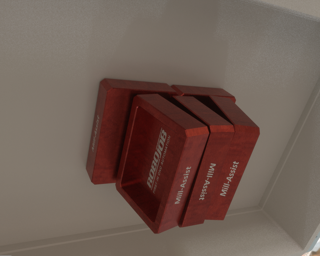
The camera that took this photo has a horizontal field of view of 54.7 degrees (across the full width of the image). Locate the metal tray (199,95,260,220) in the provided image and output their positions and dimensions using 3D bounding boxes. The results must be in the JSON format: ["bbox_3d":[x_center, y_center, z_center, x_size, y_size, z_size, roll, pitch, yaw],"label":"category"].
[{"bbox_3d":[0.068,0.036,0.382,0.030,0.090,0.129,7,116,-16],"label":"metal tray"}]

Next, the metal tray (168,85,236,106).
[{"bbox_3d":[0.043,0.008,0.432,0.091,0.030,0.129,0,118,-29],"label":"metal tray"}]

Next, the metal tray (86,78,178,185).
[{"bbox_3d":[-0.036,0.007,0.387,0.091,0.030,0.129,0,118,-29],"label":"metal tray"}]

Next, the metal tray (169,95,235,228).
[{"bbox_3d":[0.031,0.037,0.364,0.030,0.090,0.129,0,117,-28],"label":"metal tray"}]

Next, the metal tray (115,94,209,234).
[{"bbox_3d":[-0.004,0.038,0.343,0.030,0.090,0.129,-8,123,-40],"label":"metal tray"}]
